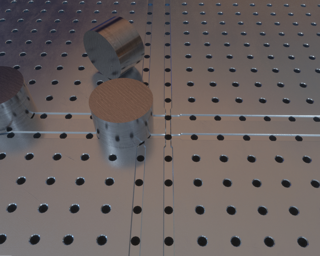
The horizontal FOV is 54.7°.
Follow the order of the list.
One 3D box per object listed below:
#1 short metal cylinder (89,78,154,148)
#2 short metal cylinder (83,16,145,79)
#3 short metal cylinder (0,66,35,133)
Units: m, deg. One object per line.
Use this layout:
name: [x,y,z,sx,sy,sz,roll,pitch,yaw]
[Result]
short metal cylinder: [-0.049,-0.021,0.408,0.081,0.050,0.080,0,50,0]
short metal cylinder: [-0.070,-0.122,0.474,0.080,0.080,0.050,33,58,24]
short metal cylinder: [-0.219,-0.039,0.421,0.081,0.050,0.080,0,50,0]
